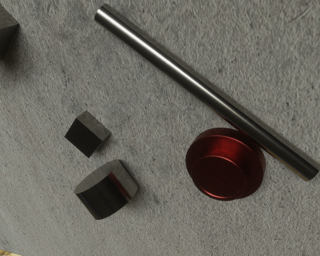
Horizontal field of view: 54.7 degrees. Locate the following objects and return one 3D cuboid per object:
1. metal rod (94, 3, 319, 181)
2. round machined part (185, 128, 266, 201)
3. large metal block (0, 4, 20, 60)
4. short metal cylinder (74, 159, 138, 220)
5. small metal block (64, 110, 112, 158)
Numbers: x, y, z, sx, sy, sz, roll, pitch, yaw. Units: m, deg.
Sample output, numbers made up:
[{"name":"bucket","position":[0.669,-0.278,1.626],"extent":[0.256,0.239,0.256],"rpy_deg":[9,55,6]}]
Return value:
[{"name":"metal rod","position":[0.051,-0.042,0.353],"extent":[0.300,0.025,0.025],"rpy_deg":[38,129,2]},{"name":"round machined part","position":[0.078,0.052,0.386],"extent":[0.098,0.042,0.097],"rpy_deg":[13,124,20]},{"name":"large metal block","position":[-0.255,-0.125,0.425],"extent":[0.050,0.080,0.080],"rpy_deg":[47,129,-5]},{"name":"short metal cylinder","position":[-0.081,0.092,0.469],"extent":[0.080,0.080,0.050],"rpy_deg":[-24,105,36]},{"name":"small metal block","position":[-0.110,0.010,0.469],"extent":[0.050,0.025,0.050],"rpy_deg":[42,129,-1]}]
